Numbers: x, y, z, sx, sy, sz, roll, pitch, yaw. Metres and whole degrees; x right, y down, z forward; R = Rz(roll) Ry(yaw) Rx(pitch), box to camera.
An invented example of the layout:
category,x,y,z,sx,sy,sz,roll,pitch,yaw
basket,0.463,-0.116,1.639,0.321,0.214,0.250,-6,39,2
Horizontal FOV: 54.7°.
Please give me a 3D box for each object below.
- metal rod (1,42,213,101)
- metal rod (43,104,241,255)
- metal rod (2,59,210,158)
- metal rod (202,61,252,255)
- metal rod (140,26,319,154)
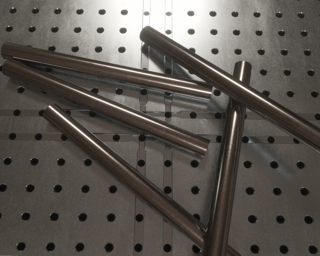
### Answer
category,x,y,z,sx,sy,sz,roll,pitch,yaw
metal rod,-0.076,-0.081,0.440,0.302,0.025,0.025,12,71,4
metal rod,-0.031,0.067,0.386,0.300,0.025,0.025,37,74,12
metal rod,-0.077,-0.030,0.421,0.301,0.025,0.025,22,72,7
metal rod,0.084,0.042,0.381,0.025,0.025,0.300,13,64,4
metal rod,0.087,-0.058,0.404,0.300,0.025,0.025,38,74,24
